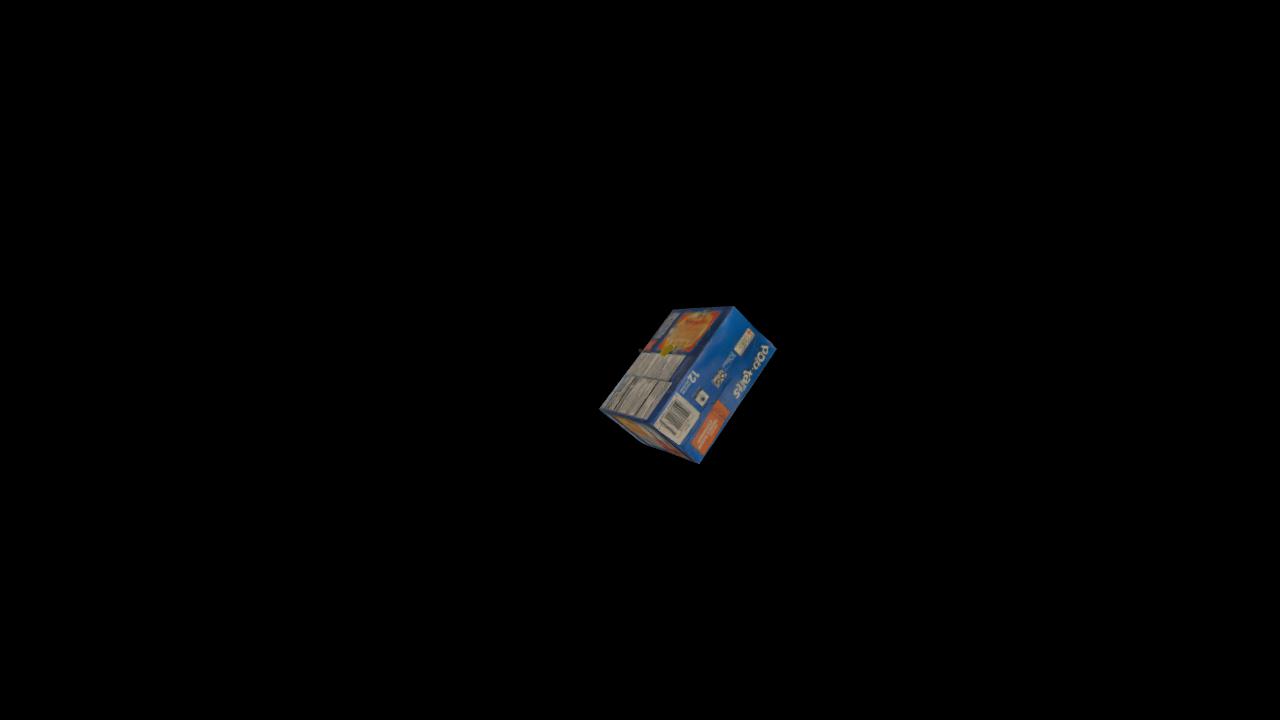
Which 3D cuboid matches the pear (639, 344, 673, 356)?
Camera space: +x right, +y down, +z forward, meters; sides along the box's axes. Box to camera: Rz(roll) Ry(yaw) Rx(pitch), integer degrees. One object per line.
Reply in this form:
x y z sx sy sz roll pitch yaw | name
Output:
0.039 0.012 0.761 0.080 0.080 0.111 0 6 -43 | pear

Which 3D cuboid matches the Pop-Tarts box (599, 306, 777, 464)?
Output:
0.054 0.024 0.738 0.083 0.167 0.141 43 -17 -22 | Pop-Tarts box
